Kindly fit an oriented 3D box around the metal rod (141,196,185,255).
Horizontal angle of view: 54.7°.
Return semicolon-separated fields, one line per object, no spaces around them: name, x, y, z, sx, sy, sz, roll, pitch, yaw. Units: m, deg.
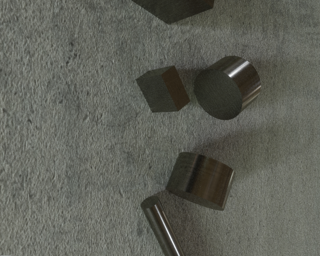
metal rod;0.042;0.225;0.440;0.025;0.025;0.299;-36;112;-34

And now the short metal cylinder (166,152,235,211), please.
short metal cylinder;0.054;0.072;0.415;0.080;0.080;0.050;35;69;-35

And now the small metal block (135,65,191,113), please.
small metal block;0.003;-0.048;0.391;0.025;0.050;0.050;-41;115;-32

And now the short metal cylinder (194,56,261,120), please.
short metal cylinder;0.097;-0.058;0.450;0.050;0.080;0.080;-37;113;-34

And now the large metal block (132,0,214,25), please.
large metal block;0.013;-0.178;0.379;0.080;0.080;0.050;20;77;-38
